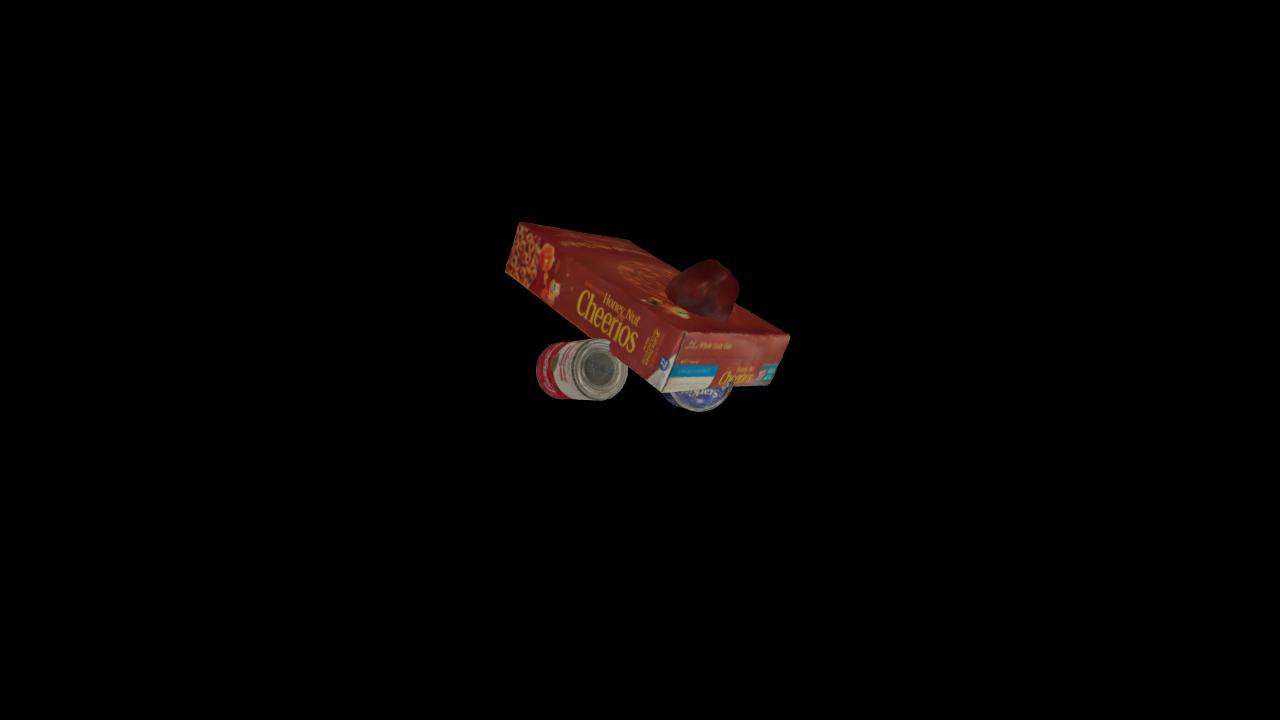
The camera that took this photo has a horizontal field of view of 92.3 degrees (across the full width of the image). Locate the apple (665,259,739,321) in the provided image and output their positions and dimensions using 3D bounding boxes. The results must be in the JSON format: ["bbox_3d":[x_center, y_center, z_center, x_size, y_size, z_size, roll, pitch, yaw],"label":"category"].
[{"bbox_3d":[0.064,-0.064,0.677,0.093,0.079,0.079,-43,0,0],"label":"apple"}]

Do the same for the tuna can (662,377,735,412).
[{"bbox_3d":[0.060,0.013,0.671,0.084,0.084,0.034,0,2,-22],"label":"tuna can"}]

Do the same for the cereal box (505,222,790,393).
[{"bbox_3d":[0.004,-0.068,0.748,0.203,0.081,0.306,-2,31,-47],"label":"cereal box"}]

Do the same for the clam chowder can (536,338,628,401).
[{"bbox_3d":[-0.065,0.011,0.683,0.068,0.068,0.102,0,-2,-32],"label":"clam chowder can"}]
